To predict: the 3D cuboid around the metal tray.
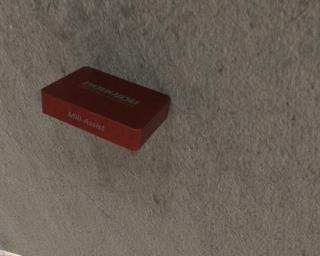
[{"bbox_3d":[-0.064,-0.029,0.378,0.130,0.090,0.030,22,126,15],"label":"metal tray"}]
